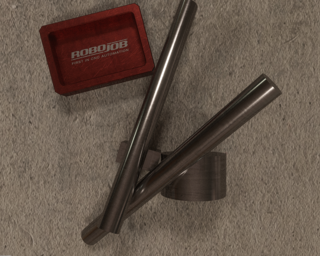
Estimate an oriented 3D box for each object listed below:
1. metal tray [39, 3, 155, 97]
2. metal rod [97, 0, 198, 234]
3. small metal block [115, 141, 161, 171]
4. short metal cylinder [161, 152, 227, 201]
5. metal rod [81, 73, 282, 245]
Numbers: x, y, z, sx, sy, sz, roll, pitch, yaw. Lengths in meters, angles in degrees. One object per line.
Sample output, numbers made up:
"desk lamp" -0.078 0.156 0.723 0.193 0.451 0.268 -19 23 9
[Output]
"metal tray" -0.080 -0.100 0.406 0.131 0.030 0.089 -14 90 -1
"metal rod" -0.009 -0.026 0.373 0.025 0.025 0.299 19 75 -1
"small metal block" -0.026 0.035 0.397 0.050 0.050 0.025 16 90 0
"short metal cylinder" 0.041 0.056 0.383 0.081 0.080 0.050 0 90 -1
"metal rod" 0.004 0.052 0.344 0.025 0.025 0.299 46 117 -1
